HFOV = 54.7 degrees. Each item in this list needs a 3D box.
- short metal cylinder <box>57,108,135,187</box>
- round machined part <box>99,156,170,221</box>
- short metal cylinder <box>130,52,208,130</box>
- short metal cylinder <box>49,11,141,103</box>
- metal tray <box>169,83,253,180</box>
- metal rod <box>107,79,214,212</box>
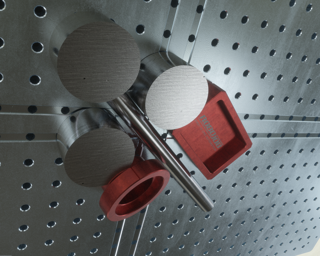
[{"bbox_3d":[-0.076,0.023,0.367,0.081,0.050,0.079,-14,124,-21],"label":"short metal cylinder"},{"bbox_3d":[-0.038,0.075,0.412,0.099,0.042,0.098,-32,151,-20],"label":"round machined part"},{"bbox_3d":[0.010,-0.045,0.372,0.081,0.050,0.079,-14,124,-21],"label":"short metal cylinder"},{"bbox_3d":[-0.067,-0.072,0.314,0.081,0.050,0.079,-14,124,-21],"label":"short metal cylinder"},{"bbox_3d":[0.074,0.009,0.453,0.090,0.030,0.130,-39,130,-1],"label":"metal tray"},{"bbox_3d":[0.011,0.043,0.444,0.025,0.025,0.300,-39,129,-2],"label":"metal rod"}]
